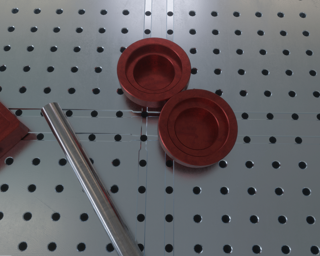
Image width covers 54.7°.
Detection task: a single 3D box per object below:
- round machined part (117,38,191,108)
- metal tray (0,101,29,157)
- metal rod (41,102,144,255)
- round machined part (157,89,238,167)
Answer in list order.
[{"bbox_3d":[-0.008,-0.072,0.429,0.099,0.042,0.098,0,70,0],"label":"round machined part"},{"bbox_3d":[-0.254,-0.011,0.411,0.130,0.030,0.090,41,75,13],"label":"metal tray"},{"bbox_3d":[-0.070,0.093,0.377,0.025,0.025,0.299,-30,73,-10],"label":"metal rod"},{"bbox_3d":[0.046,0.003,0.398,0.099,0.042,0.098,1,75,-5],"label":"round machined part"}]
